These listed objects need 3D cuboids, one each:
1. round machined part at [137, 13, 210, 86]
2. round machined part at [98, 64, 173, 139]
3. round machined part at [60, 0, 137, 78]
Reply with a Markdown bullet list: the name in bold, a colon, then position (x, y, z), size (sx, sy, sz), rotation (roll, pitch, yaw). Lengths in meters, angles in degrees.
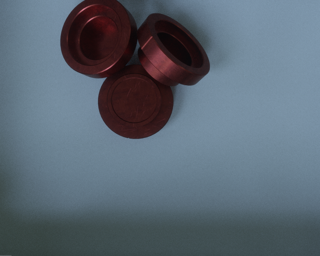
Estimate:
- **round machined part**: position (0.012, -0.091, 0.384), size (0.098, 0.099, 0.042), rotation (48, 126, 0)
- **round machined part**: position (-0.032, -0.034, 0.402), size (0.099, 0.042, 0.097), rotation (0, 90, 0)
- **round machined part**: position (-0.072, -0.110, 0.391), size (0.098, 0.042, 0.097), rotation (-2, 84, 21)
